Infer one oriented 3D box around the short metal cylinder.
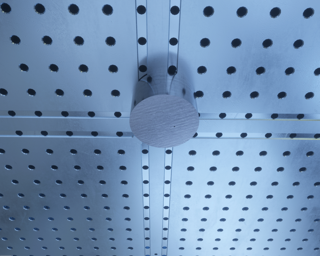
[{"bbox_3d":[0.005,-0.022,0.377,0.080,0.050,0.080,0,130,0],"label":"short metal cylinder"}]
